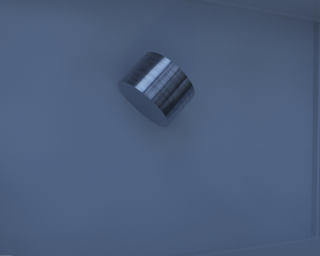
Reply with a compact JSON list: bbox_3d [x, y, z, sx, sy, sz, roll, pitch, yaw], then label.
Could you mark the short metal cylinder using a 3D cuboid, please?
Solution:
[{"bbox_3d":[-0.005,-0.046,0.380,0.080,0.080,0.050,44,76,-15],"label":"short metal cylinder"}]
